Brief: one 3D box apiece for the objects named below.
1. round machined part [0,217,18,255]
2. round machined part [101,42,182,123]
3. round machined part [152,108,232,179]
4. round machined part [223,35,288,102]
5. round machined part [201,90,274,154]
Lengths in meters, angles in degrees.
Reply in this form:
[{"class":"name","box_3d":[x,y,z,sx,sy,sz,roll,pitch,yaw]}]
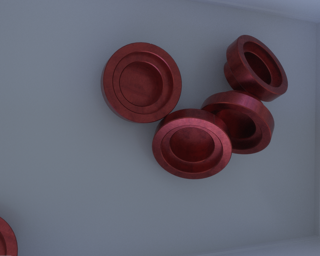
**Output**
[{"class":"round machined part","box_3d":[-0.200,0.135,0.312,0.099,0.042,0.098,17,50,-21]},{"class":"round machined part","box_3d":[-0.026,-0.055,0.391,0.099,0.042,0.097,0,90,-20]},{"class":"round machined part","box_3d":[0.042,0.016,0.399,0.099,0.042,0.097,4,125,7]},{"class":"round machined part","box_3d":[0.128,-0.078,0.433,0.099,0.042,0.098,20,52,-28]},{"class":"round machined part","box_3d":[0.102,-0.012,0.414,0.098,0.098,0.042,41,54,-16]}]
